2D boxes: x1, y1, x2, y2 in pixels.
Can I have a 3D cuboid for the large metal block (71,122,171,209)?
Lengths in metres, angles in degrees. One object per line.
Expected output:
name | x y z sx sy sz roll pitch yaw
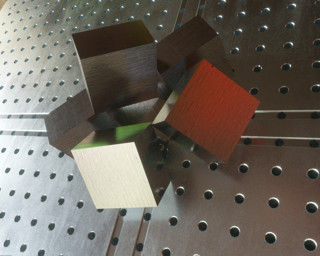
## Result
large metal block | -0.042 0.045 0.360 0.080 0.080 0.050 -8 22 24

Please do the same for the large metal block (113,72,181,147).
large metal block | -0.014 -0.021 0.415 0.080 0.050 0.080 -34 51 6

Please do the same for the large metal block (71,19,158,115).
large metal block | -0.050 -0.070 0.362 0.081 0.080 0.050 -17 51 -13

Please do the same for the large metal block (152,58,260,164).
large metal block | 0.050 -0.016 0.348 0.080 0.080 0.050 -58 12 -13

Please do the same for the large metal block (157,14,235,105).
large metal block | 0.041 -0.083 0.403 0.080 0.080 0.050 -34 52 6

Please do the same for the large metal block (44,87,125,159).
large metal block | -0.095 0.000 0.423 0.080 0.080 0.050 -33 52 6
